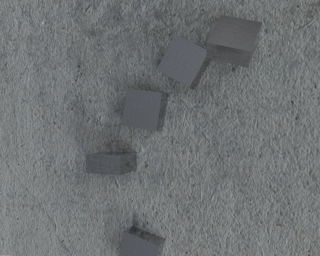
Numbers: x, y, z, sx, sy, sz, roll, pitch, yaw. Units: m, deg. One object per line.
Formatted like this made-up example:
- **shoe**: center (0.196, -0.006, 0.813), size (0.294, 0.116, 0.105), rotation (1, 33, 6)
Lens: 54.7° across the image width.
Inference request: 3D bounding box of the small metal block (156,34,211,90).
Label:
- **small metal block**: center (0.032, -0.084, 0.398), size (0.050, 0.025, 0.050), rotation (32, 100, 17)

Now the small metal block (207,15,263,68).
- **small metal block**: center (0.087, -0.103, 0.365), size (0.050, 0.025, 0.050), rotation (17, 61, 17)

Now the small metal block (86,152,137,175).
- **small metal block**: center (-0.065, 0.046, 0.418), size (0.050, 0.050, 0.025), rotation (0, 90, 20)

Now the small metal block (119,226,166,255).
- **small metal block**: center (-0.025, 0.168, 0.418), size (0.050, 0.025, 0.050), rotation (16, 95, 19)

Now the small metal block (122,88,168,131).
- **small metal block**: center (-0.020, -0.024, 0.416), size (0.050, 0.025, 0.050), rotation (10, 93, 19)
